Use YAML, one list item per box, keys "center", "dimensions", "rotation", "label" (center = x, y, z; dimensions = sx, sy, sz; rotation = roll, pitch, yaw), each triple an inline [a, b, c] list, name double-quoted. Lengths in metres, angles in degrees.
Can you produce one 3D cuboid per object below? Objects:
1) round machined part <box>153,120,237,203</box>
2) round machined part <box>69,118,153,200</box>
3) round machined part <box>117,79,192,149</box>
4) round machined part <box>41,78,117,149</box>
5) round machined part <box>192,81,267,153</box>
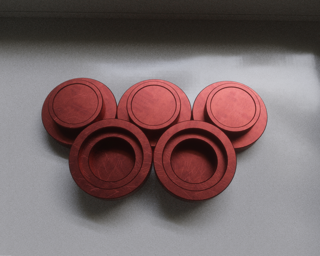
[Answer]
- center: [0.041, 0.043, 0.383]
  dimensions: [0.099, 0.042, 0.098]
  rotation: [0, 70, 0]
  label: "round machined part"
- center: [-0.058, 0.041, 0.383]
  dimensions: [0.099, 0.042, 0.098]
  rotation: [0, 70, 0]
  label: "round machined part"
- center: [-0.008, -0.022, 0.406]
  dimensions: [0.099, 0.042, 0.098]
  rotation: [0, 69, 0]
  label: "round machined part"
- center: [-0.106, -0.024, 0.406]
  dimensions: [0.099, 0.042, 0.098]
  rotation: [0, 69, -1]
  label: "round machined part"
- center: [0.091, -0.019, 0.405]
  dimensions: [0.099, 0.042, 0.098]
  rotation: [0, 69, 0]
  label: "round machined part"
